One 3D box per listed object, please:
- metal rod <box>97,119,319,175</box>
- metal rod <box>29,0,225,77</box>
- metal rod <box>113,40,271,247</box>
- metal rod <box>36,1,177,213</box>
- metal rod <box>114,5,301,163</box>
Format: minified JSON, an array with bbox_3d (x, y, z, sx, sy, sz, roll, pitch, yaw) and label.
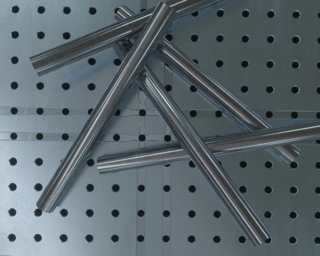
[{"bbox_3d":[0.068,0.025,0.397,0.302,0.025,0.025,-10,90,6],"label":"metal rod"},{"bbox_3d":[-0.013,-0.136,0.388,0.302,0.025,0.025,-26,90,-10],"label":"metal rod"},{"bbox_3d":[0.030,0.005,0.379,0.025,0.025,0.299,-35,77,0],"label":"metal rod"},{"bbox_3d":[-0.071,-0.018,0.388,0.025,0.025,0.299,33,99,-1],"label":"metal rod"},{"bbox_3d":[0.063,-0.058,0.414,0.300,0.025,0.025,40,90,-1],"label":"metal rod"}]
